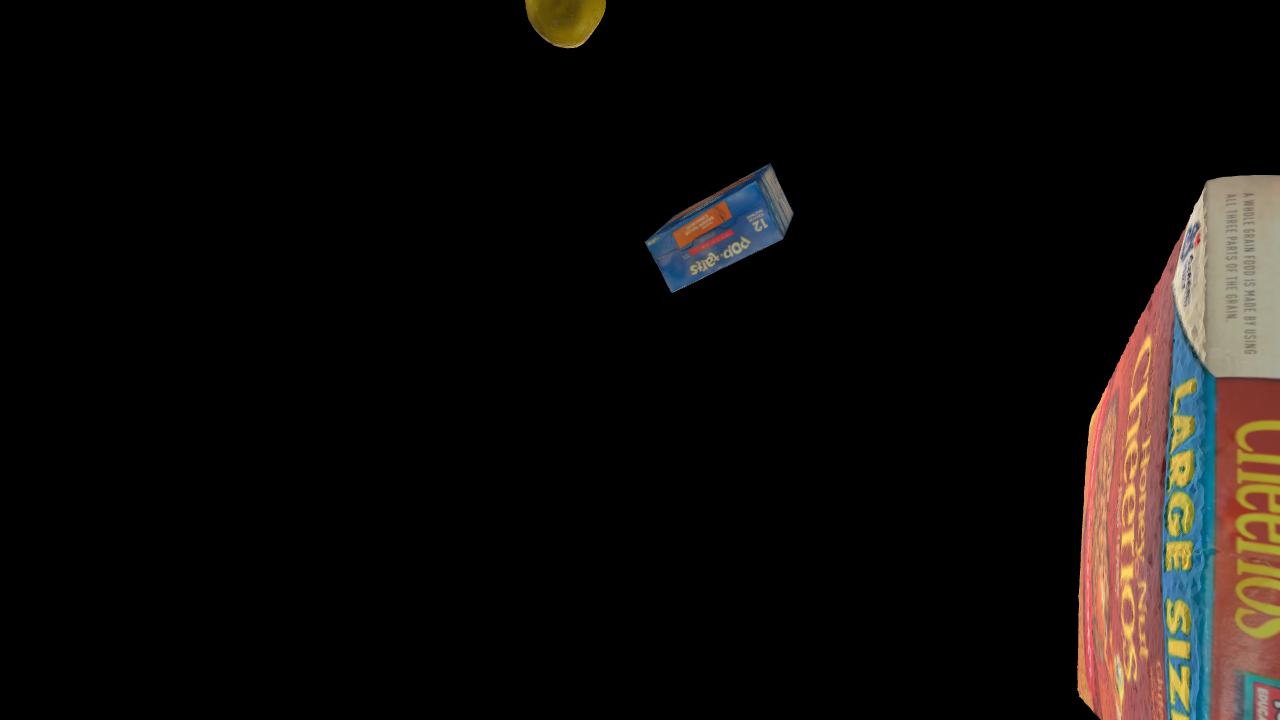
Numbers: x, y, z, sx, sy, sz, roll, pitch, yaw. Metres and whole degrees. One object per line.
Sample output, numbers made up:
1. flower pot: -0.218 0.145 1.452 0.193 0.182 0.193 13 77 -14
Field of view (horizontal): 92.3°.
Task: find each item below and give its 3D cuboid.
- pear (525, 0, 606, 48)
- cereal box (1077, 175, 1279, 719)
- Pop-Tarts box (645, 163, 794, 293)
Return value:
1. pear: -0.067 -0.352 0.609 0.080 0.080 0.111 0 24 9
2. cereal box: 0.267 0.082 0.288 0.081 0.203 0.306 4 -17 32
3. Pop-Tarts box: 0.111 -0.181 0.837 0.167 0.083 0.141 -24 16 29
